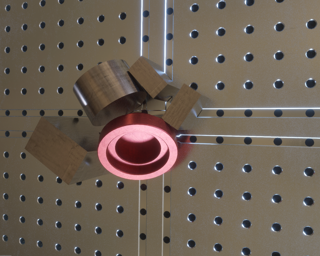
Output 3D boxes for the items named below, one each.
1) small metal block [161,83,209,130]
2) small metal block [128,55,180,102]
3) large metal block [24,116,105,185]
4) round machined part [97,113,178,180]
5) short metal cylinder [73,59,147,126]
[{"bbox_3d":[0.033,-0.025,0.387,0.025,0.050,0.050,36,101,16],"label":"small metal block"},{"bbox_3d":[-0.007,-0.062,0.401,0.025,0.050,0.050,-44,77,15],"label":"small metal block"},{"bbox_3d":[-0.117,0.027,0.423,0.080,0.080,0.050,34,101,16],"label":"large metal block"},{"bbox_3d":[-0.028,0.019,0.394,0.099,0.042,0.097,-2,131,-2],"label":"round machined part"},{"bbox_3d":[-0.065,-0.045,0.405,0.080,0.080,0.050,-35,79,16],"label":"short metal cylinder"}]
